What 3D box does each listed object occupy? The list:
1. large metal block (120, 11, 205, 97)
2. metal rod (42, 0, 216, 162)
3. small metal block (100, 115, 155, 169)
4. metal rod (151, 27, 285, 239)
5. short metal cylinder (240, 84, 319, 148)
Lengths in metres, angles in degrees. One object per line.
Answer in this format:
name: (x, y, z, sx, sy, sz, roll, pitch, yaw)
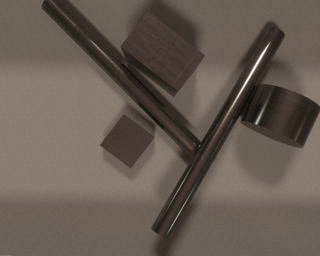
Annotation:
large metal block: (0.003, -0.086, 0.384, 0.080, 0.080, 0.050, 38, 90, -1)
metal rod: (-0.040, -0.059, 0.410, 0.025, 0.025, 0.300, -45, 91, 0)
small metal block: (-0.042, 0.017, 0.411, 0.050, 0.025, 0.050, 37, 90, -1)
metal rod: (0.077, 0.000, 0.392, 0.025, 0.025, 0.300, 32, 82, -1)
short metal cylinder: (0.148, -0.014, 0.386, 0.080, 0.080, 0.050, 25, 90, -1)
